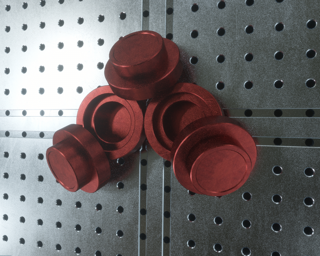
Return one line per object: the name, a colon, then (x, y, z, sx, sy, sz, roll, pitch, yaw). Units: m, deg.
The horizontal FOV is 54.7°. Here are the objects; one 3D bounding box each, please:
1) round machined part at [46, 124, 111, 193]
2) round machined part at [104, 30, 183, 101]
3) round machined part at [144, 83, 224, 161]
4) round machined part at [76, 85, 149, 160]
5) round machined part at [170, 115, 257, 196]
round machined part: (-0.116, 0.047, 0.418, 0.098, 0.042, 0.097, 24, 130, 32)
round machined part: (-0.024, -0.084, 0.384, 0.098, 0.042, 0.098, -9, 49, 12)
round machined part: (0.033, -0.006, 0.391, 0.098, 0.042, 0.097, 0, 90, 19)
round machined part: (-0.060, -0.007, 0.423, 0.098, 0.042, 0.097, 0, 90, 19)
round machined part: (0.064, 0.038, 0.352, 0.099, 0.042, 0.097, -4, 117, -7)
